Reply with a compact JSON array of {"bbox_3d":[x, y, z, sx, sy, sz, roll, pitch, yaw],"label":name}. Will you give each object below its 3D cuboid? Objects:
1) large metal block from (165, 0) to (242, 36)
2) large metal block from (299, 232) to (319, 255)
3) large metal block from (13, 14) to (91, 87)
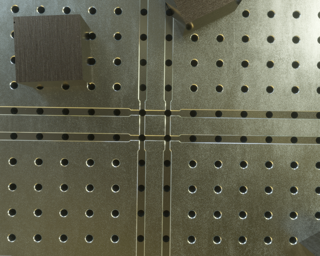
[{"bbox_3d":[0.050,-0.179,0.401,0.080,0.050,0.080,-26,90,-1],"label":"large metal block"},{"bbox_3d":[0.234,0.182,0.389,0.050,0.080,0.080,-28,90,0],"label":"large metal block"},{"bbox_3d":[-0.135,-0.097,0.399,0.081,0.050,0.079,-3,90,-1],"label":"large metal block"}]
